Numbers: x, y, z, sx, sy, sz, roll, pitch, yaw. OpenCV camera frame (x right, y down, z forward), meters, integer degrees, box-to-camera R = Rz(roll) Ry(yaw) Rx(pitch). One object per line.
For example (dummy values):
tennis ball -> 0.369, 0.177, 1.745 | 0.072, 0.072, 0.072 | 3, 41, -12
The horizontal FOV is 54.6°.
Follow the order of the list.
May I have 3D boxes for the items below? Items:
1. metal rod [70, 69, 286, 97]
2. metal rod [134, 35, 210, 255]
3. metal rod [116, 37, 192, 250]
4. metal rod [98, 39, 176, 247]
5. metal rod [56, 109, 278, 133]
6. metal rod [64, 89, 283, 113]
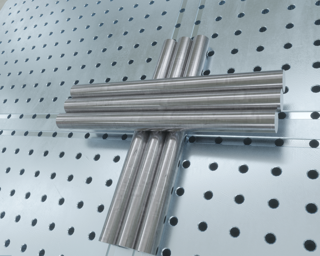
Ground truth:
metal rod -> 0.003, -0.053, 0.408 | 0.300, 0.025, 0.025 | 1, 62, 28
metal rod -> 0.023, 0.003, 0.395 | 0.025, 0.025, 0.300 | 2, 62, 29
metal rod -> 0.001, 0.002, 0.407 | 0.025, 0.025, 0.300 | 2, 62, 29
metal rod -> -0.021, 0.002, 0.419 | 0.025, 0.025, 0.300 | 2, 62, 29
metal rod -> -0.013, -0.009, 0.389 | 0.300, 0.025, 0.025 | 1, 62, 28
metal rod -> -0.004, -0.031, 0.398 | 0.300, 0.025, 0.025 | 1, 62, 28
